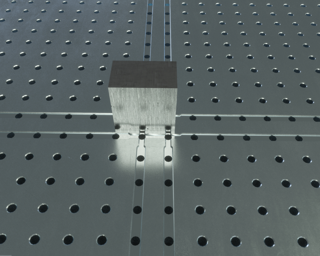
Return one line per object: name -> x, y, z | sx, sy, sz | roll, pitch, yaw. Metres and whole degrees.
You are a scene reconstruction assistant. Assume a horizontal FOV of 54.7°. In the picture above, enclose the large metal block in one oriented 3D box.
large metal block -> -0.020, -0.040, 0.406 | 0.081, 0.080, 0.050 | 1, 50, 0
